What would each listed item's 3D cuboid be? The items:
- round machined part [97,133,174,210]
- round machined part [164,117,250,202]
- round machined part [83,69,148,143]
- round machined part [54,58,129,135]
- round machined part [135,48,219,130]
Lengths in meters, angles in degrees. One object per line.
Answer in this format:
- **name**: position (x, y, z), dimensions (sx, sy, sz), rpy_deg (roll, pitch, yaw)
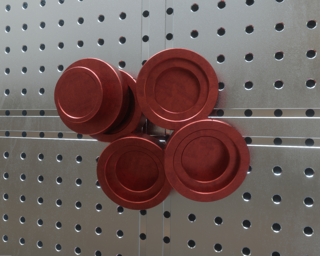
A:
- **round machined part**: position (-0.028, 0.053, 0.403), dimensions (0.098, 0.042, 0.097), rpy_deg (2, 104, 9)
- **round machined part**: position (0.053, 0.035, 0.372), dimensions (0.099, 0.042, 0.097), rpy_deg (0, 100, -2)
- **round machined part**: position (-0.060, -0.030, 0.423), dimensions (0.098, 0.042, 0.097), rpy_deg (0, 90, 19)
- **round machined part**: position (-0.092, -0.040, 0.390), dimensions (0.098, 0.042, 0.097), rpy_deg (0, 90, 19)
- **round machined part**: position (0.021, -0.046, 0.386), dimensions (0.099, 0.042, 0.097), rpy_deg (0, 91, 3)
